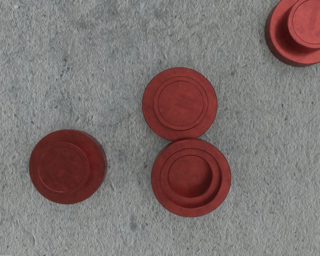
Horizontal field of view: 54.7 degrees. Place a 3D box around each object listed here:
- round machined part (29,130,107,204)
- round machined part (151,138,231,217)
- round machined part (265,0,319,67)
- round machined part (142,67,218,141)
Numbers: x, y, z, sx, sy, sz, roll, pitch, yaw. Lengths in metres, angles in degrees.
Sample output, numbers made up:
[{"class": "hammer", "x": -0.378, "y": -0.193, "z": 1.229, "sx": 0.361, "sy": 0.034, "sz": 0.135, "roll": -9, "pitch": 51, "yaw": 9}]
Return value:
[{"class": "round machined part", "x": -0.121, "y": 0.051, "z": 0.400, "sx": 0.099, "sy": 0.042, "sz": 0.097, "roll": 0, "pitch": 90, "yaw": 0}, {"class": "round machined part", "x": 0.038, "y": 0.060, "z": 0.399, "sx": 0.099, "sy": 0.042, "sz": 0.097, "roll": 0, "pitch": 95, "yaw": 0}, {"class": "round machined part", "x": 0.192, "y": -0.132, "z": 0.403, "sx": 0.099, "sy": 0.042, "sz": 0.097, "roll": 0, "pitch": 90, "yaw": 0}, {"class": "round machined part", "x": 0.026, "y": -0.030, "z": 0.401, "sx": 0.099, "sy": 0.042, "sz": 0.097, "roll": 0, "pitch": 90, "yaw": 0}]
